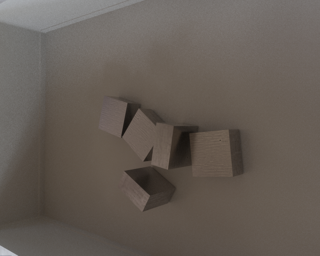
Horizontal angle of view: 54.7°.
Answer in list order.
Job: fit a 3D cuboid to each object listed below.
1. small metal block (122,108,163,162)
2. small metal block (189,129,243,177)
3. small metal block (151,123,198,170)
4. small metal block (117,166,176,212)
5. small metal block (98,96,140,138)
[{"bbox_3d":[-0.017,0.009,0.415,0.050,0.025,0.050,46,117,30],"label":"small metal block"},{"bbox_3d":[0.063,0.029,0.350,0.050,0.025,0.050,-7,86,39],"label":"small metal block"},{"bbox_3d":[0.018,0.020,0.372,0.025,0.050,0.050,12,98,38],"label":"small metal block"},{"bbox_3d":[-0.017,0.077,0.400,0.050,0.050,0.025,37,114,33],"label":"small metal block"},{"bbox_3d":[-0.060,-0.017,0.451,0.050,0.025,0.050,20,102,38],"label":"small metal block"}]
